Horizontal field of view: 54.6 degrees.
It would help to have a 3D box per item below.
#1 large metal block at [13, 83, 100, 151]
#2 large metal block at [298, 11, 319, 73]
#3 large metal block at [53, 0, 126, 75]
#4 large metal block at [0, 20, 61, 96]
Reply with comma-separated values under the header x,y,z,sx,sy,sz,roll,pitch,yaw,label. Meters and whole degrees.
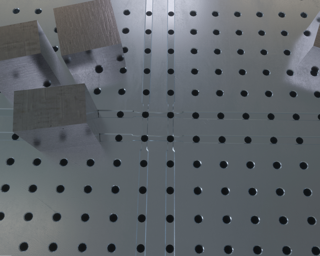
x,y,z,sx,sy,sz,roll,pitch,yaw,label
-0.124,-0.010,0.386,0.080,0.080,0.050,-7,70,-3,large metal block
0.257,-0.122,0.444,0.080,0.050,0.080,21,71,7,large metal block
-0.100,-0.132,0.446,0.080,0.050,0.080,-14,71,-5,large metal block
-0.188,-0.091,0.415,0.080,0.080,0.050,-12,71,-4,large metal block
